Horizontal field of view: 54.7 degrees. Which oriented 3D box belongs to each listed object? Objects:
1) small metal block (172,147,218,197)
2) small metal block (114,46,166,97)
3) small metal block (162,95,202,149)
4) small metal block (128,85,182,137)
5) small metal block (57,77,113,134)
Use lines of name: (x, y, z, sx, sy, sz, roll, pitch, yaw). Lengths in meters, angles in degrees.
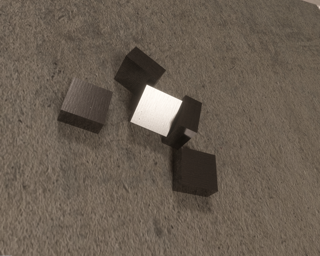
small metal block: (0.044, 0.057, 0.395, 0.050, 0.025, 0.050, 15, 56, -20)
small metal block: (-0.028, -0.072, 0.418, 0.050, 0.050, 0.025, 38, 51, -3)
small metal block: (0.029, -0.007, 0.409, 0.025, 0.050, 0.050, 25, 53, -14)
small metal block: (-0.007, -0.023, 0.399, 0.050, 0.025, 0.050, 23, 92, -15)
small metal block: (-0.089, -0.027, 0.373, 0.050, 0.025, 0.050, 20, 54, -17)
